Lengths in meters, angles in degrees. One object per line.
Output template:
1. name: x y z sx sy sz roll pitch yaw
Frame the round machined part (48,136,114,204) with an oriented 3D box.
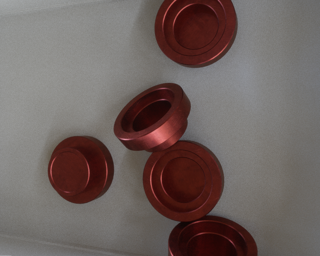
1. round machined part: -0.119 0.060 0.444 0.098 0.042 0.097 0 90 20

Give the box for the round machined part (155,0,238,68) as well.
1. round machined part: 0.047 -0.123 0.385 0.098 0.042 0.097 0 90 20

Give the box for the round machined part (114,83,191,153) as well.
1. round machined part: -0.005 -0.008 0.385 0.098 0.098 0.042 -24 124 18

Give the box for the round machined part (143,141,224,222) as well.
1. round machined part: 0.032 0.064 0.390 0.098 0.042 0.097 0 90 20

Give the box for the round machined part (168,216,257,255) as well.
1. round machined part: 0.058 0.148 0.355 0.098 0.098 0.042 8 114 20
